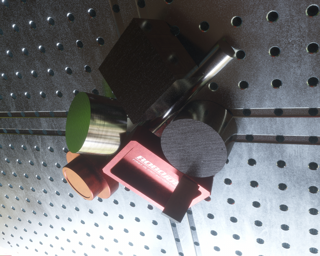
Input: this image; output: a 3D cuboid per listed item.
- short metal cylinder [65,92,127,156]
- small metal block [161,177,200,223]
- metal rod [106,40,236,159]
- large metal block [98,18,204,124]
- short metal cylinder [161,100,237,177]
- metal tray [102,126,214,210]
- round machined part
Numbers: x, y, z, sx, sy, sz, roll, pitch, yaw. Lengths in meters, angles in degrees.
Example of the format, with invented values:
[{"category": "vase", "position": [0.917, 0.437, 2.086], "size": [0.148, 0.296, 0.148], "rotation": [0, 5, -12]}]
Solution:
[{"category": "short metal cylinder", "position": [-0.086, -0.004, 0.411], "size": [0.080, 0.050, 0.080], "rotation": [-16, 70, 51]}, {"category": "small metal block", "position": [0.025, 0.095, 0.402], "size": [0.025, 0.050, 0.050], "rotation": [29, 163, 7]}, {"category": "metal rod", "position": [-0.014, -0.004, 0.418], "size": [0.025, 0.025, 0.299], "rotation": [44, 130, -3]}, {"category": "large metal block", "position": [-0.012, -0.063, 0.348], "size": [0.080, 0.050, 0.080], "rotation": [-43, 74, 39]}, {"category": "short metal cylinder", "position": [0.048, 0.013, 0.377], "size": [0.080, 0.050, 0.079], "rotation": [13, 124, 21]}, {"category": "metal tray", "position": [-0.003, 0.064, 0.431], "size": [0.130, 0.030, 0.090], "rotation": [36, 130, -13]}, {"category": "round machined part", "position": [-0.116, 0.076, 0.491], "size": [0.098, 0.042, 0.097], "rotation": [28, 140, 26]}]
